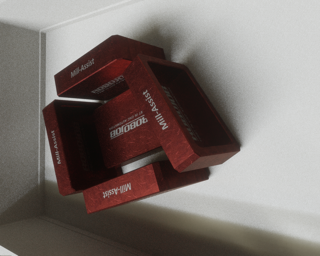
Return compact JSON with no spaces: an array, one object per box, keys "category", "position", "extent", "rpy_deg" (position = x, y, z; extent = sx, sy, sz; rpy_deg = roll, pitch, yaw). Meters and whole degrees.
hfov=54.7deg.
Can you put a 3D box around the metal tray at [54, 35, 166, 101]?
[{"category":"metal tray","position":[-0.067,-0.074,0.415],"extent":[0.130,0.091,0.030],"rpy_deg":[-20,78,38]}]

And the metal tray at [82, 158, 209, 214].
[{"category":"metal tray","position":[-0.019,0.069,0.375],"extent":[0.130,0.091,0.030],"rpy_deg":[-26,74,37]}]

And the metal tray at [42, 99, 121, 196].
[{"category":"metal tray","position":[-0.111,0.026,0.451],"extent":[0.030,0.091,0.129],"rpy_deg":[-27,74,37]}]

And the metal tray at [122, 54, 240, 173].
[{"category":"metal tray","position":[0.024,-0.019,0.341],"extent":[0.030,0.091,0.130],"rpy_deg":[-44,64,32]}]

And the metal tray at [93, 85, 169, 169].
[{"category":"metal tray","position":[-0.033,-0.005,0.425],"extent":[0.130,0.030,0.090],"rpy_deg":[-25,75,37]}]
